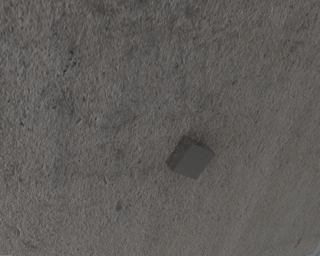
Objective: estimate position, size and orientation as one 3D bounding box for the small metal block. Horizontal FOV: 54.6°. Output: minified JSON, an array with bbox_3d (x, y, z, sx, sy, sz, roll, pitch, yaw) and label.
[{"bbox_3d":[0.045,0.044,0.458,0.050,0.025,0.050,24,105,-37],"label":"small metal block"}]
